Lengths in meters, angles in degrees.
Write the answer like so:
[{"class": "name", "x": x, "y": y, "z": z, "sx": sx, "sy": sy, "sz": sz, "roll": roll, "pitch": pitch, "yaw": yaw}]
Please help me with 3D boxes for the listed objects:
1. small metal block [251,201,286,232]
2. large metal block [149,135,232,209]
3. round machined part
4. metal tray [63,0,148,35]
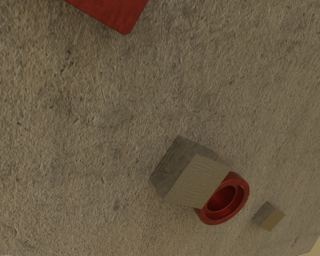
[{"class": "small metal block", "x": 0.228, "y": 0.186, "z": 0.651, "sx": 0.050, "sy": 0.025, "sz": 0.050, "roll": 32, "pitch": 100, "yaw": -39}, {"class": "large metal block", "x": 0.045, "y": 0.067, "z": 0.458, "sx": 0.080, "sy": 0.050, "sz": 0.080, "roll": 24, "pitch": 105, "yaw": -37}, {"class": "round machined part", "x": 0.098, "y": 0.113, "z": 0.522, "sx": 0.099, "sy": 0.042, "sz": 0.097, "roll": -14, "pitch": 125, "yaw": -21}, {"class": "metal tray", "x": -0.064, "y": -0.154, "z": 0.274, "sx": 0.131, "sy": 0.030, "sz": 0.090, "roll": 22, "pitch": 106, "yaw": -37}]
